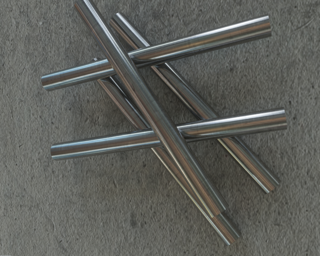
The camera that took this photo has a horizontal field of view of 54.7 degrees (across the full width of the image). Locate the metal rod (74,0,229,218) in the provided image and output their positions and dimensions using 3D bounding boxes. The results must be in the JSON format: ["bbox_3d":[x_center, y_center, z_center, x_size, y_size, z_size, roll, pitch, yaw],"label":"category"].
[{"bbox_3d":[-0.016,-0.033,0.362,0.025,0.025,0.299,-36,79,16],"label":"metal rod"}]

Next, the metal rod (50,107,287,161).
[{"bbox_3d":[-0.004,0.011,0.385,0.301,0.025,0.025,-9,87,19],"label":"metal rod"}]

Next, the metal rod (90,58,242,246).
[{"bbox_3d":[-0.002,0.022,0.409,0.025,0.025,0.300,-42,77,15],"label":"metal rod"}]

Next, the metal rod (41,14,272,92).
[{"bbox_3d":[-0.019,-0.089,0.390,0.301,0.025,0.025,-10,87,19],"label":"metal rod"}]

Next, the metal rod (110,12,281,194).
[{"bbox_3d":[0.036,-0.040,0.396,0.025,0.025,0.300,-44,77,14],"label":"metal rod"}]
